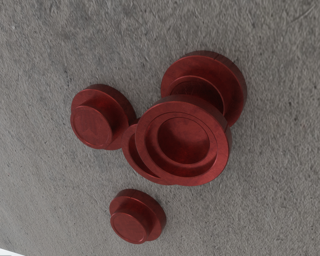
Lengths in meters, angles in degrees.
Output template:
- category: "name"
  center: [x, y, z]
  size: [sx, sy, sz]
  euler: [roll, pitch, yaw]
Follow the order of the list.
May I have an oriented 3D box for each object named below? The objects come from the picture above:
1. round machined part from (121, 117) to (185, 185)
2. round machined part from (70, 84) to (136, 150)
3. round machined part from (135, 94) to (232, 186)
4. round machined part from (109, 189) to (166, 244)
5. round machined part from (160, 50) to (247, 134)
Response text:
- category: "round machined part"
  center: [0.002, 0.025, 0.407]
  size: [0.098, 0.042, 0.097]
  euler: [16, 130, 21]
- category: "round machined part"
  center: [-0.086, -0.009, 0.436]
  size: [0.098, 0.042, 0.097]
  euler: [13, 124, 21]
- category: "round machined part"
  center: [0.027, 0.010, 0.329]
  size: [0.098, 0.042, 0.097]
  euler: [9, 119, 17]
- category: "round machined part"
  center: [-0.043, 0.152, 0.513]
  size: [0.098, 0.042, 0.097]
  euler: [13, 124, 21]
- category: "round machined part"
  center: [0.045, -0.034, 0.351]
  size: [0.098, 0.042, 0.097]
  euler: [13, 124, 21]
